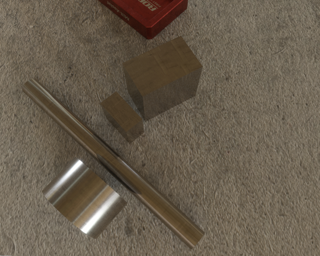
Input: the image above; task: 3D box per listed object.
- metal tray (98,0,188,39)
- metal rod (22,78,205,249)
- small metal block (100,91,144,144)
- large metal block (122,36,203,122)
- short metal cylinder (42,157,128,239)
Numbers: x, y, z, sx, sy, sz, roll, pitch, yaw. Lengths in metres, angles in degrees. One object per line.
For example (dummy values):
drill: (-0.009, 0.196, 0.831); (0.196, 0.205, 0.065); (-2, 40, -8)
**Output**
metal tray: (-0.032, -0.208, 0.481); (0.130, 0.030, 0.090); (41, 75, 13)
metal rod: (-0.067, 0.037, 0.393); (0.300, 0.025, 0.025); (40, 75, 13)
small metal block: (-0.047, -0.012, 0.399); (0.025, 0.050, 0.050); (-40, 75, -13)
large metal block: (0.003, -0.061, 0.401); (0.080, 0.080, 0.050); (-28, 73, -10)
short metal cylinder: (-0.084, 0.078, 0.350); (0.080, 0.080, 0.050); (38, 74, 12)
